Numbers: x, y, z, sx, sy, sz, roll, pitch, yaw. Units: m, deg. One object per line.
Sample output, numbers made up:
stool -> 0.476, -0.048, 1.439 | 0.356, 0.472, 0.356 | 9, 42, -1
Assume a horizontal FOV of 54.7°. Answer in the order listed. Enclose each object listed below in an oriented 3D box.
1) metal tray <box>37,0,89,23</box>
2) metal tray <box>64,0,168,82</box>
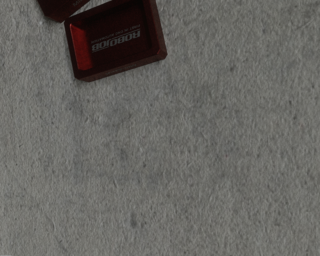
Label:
metal tray -> -0.127, -0.228, 0.450 | 0.130, 0.030, 0.090 | -30, 81, 17
metal tray -> -0.063, -0.124, 0.427 | 0.130, 0.030, 0.090 | -13, 86, 19
